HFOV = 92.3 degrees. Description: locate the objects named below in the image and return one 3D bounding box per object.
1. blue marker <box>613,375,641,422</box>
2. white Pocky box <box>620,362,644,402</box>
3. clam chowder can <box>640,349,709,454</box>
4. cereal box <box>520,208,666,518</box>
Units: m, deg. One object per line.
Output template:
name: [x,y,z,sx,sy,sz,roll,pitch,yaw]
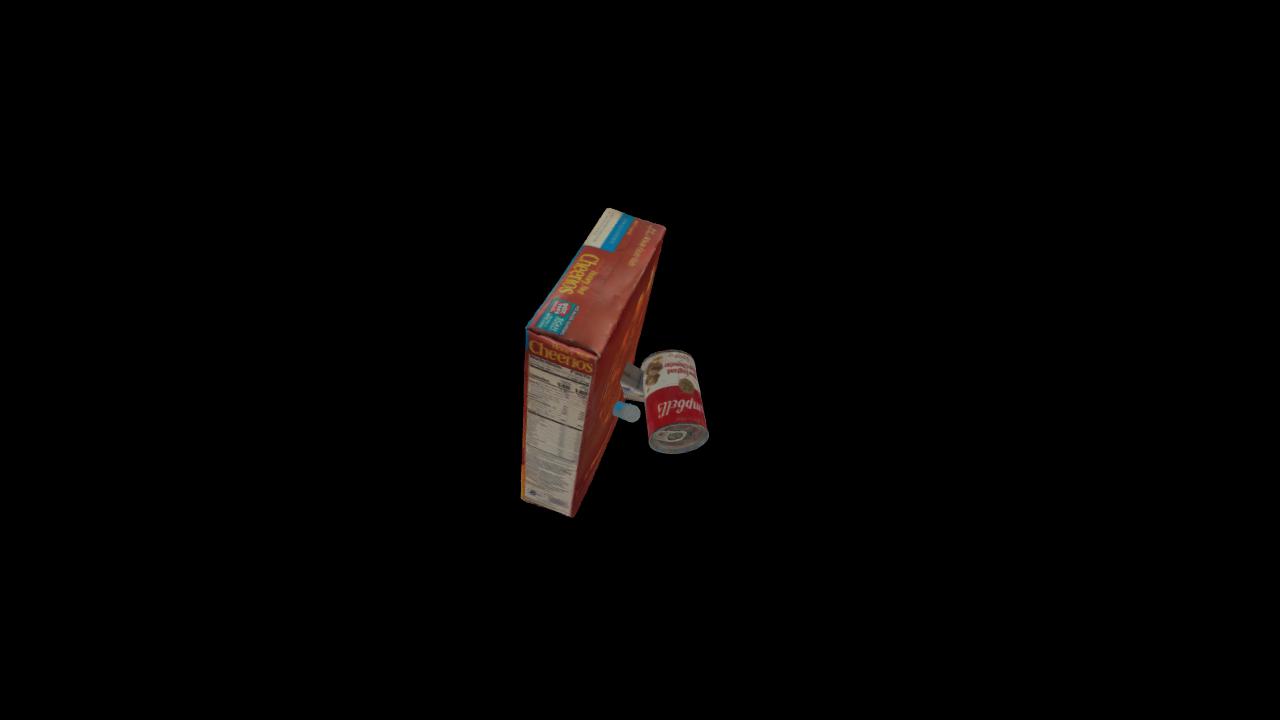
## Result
blue marker: [-0.026,0.056,0.709,0.020,0.020,0.121,0,1,-17]
white Pocky box: [-0.030,0.021,0.732,0.084,0.028,0.154,8,-12,30]
clam chowder can: [0.038,0.047,0.704,0.068,0.102,0.068,-5,-36,-3]
cereal box: [-0.058,0.013,0.688,0.081,0.203,0.306,19,-41,6]
